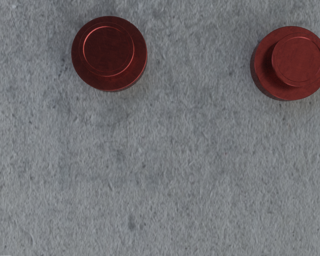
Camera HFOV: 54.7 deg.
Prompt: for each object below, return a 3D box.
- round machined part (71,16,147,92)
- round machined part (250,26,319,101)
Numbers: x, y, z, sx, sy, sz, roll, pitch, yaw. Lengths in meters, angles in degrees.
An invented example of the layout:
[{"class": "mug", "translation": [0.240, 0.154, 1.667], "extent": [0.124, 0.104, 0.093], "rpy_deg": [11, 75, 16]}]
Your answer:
[{"class": "round machined part", "translation": [-0.066, -0.097, 0.401], "extent": [0.099, 0.042, 0.097], "rpy_deg": [0, 90, -1]}, {"class": "round machined part", "translation": [0.173, -0.085, 0.404], "extent": [0.099, 0.042, 0.097], "rpy_deg": [0, 90, -1]}]
